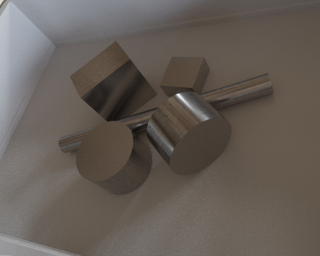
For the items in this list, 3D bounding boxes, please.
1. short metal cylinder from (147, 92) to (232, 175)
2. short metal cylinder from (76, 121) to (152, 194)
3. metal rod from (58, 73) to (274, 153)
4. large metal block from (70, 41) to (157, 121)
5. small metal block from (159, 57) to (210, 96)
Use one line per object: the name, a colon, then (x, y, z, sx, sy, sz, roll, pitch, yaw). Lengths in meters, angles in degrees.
short metal cylinder: (0.032, 0.006, 0.347, 0.080, 0.080, 0.050, -40, 51, 0)
short metal cylinder: (-0.057, 0.038, 0.392, 0.080, 0.050, 0.080, -13, 56, 20)
metal rod: (-0.006, -0.014, 0.415, 0.301, 0.025, 0.025, -16, 55, 18)
large metal block: (-0.064, -0.060, 0.438, 0.080, 0.080, 0.050, -37, 51, 3)
small metal block: (0.034, -0.070, 0.428, 0.050, 0.025, 0.050, 9, 66, 31)
